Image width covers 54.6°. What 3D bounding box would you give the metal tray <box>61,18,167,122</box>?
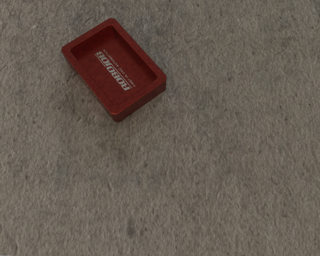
[{"bbox_3d":[-0.064,-0.084,0.435,0.090,0.030,0.130,-36,74,-12],"label":"metal tray"}]
